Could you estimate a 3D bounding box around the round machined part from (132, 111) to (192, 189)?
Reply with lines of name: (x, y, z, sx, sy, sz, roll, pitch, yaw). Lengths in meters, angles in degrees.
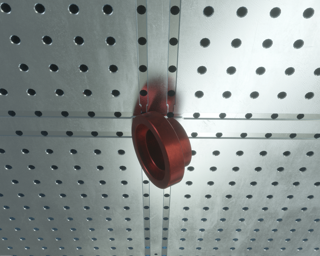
round machined part: (0.005, 0.025, 0.397, 0.042, 0.098, 0.097, -19, 136, -25)
